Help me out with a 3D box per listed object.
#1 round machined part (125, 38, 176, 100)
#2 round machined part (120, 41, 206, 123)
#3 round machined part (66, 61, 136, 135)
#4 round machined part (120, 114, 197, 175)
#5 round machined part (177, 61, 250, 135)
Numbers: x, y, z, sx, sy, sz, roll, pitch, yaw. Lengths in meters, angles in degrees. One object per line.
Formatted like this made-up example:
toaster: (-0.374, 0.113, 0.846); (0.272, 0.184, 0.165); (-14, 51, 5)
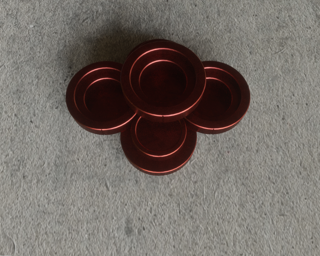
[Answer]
round machined part: (-0.001, -0.084, 0.431); (0.099, 0.042, 0.098); (0, 70, -1)
round machined part: (0.004, -0.052, 0.374); (0.099, 0.042, 0.098); (0, 70, -1)
round machined part: (-0.070, -0.036, 0.413); (0.099, 0.042, 0.098); (0, 70, -1)
round machined part: (-0.002, 0.009, 0.397); (0.099, 0.042, 0.098); (0, 70, -1)
round machined part: (0.066, -0.037, 0.415); (0.099, 0.042, 0.098); (0, 70, -1)
